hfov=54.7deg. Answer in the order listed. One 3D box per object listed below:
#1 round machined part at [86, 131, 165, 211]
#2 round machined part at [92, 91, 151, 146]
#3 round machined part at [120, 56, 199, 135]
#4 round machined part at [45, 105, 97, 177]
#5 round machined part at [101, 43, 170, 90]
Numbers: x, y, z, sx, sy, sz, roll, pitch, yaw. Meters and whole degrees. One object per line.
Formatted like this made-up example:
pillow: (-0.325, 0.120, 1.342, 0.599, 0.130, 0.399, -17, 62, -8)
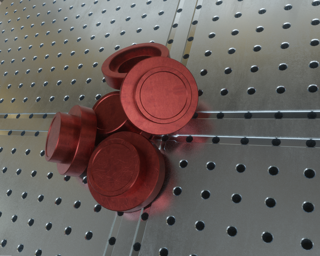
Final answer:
round machined part: (-0.047, 0.050, 0.374, 0.098, 0.042, 0.098, -6, 71, 20)
round machined part: (-0.059, -0.013, 0.433, 0.098, 0.042, 0.098, -13, 56, 20)
round machined part: (0.001, -0.040, 0.382, 0.098, 0.098, 0.042, -47, 10, -5)
round machined part: (-0.125, 0.015, 0.421, 0.098, 0.042, 0.098, -29, 54, 50)
round machined part: (-0.031, -0.082, 0.447, 0.098, 0.042, 0.098, -10, 38, 8)
